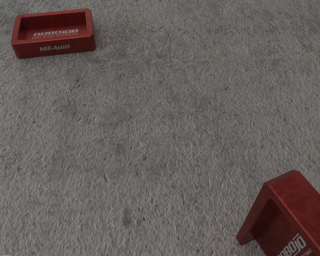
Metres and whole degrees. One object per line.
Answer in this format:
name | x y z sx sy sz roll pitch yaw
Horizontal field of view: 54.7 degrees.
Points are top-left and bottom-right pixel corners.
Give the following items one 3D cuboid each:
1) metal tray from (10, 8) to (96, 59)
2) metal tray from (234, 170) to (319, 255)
metal tray | -0.181 -0.166 0.537 0.131 0.030 0.090 -8 51 -7
metal tray | 0.112 0.107 0.262 0.030 0.129 0.090 -20 53 -16
